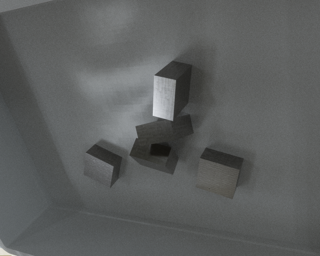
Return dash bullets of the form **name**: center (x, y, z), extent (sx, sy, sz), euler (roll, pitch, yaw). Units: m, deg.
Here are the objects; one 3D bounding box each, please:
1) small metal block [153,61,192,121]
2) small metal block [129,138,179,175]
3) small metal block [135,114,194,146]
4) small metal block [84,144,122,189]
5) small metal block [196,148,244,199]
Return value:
- **small metal block**: center (0.015, -0.044, 0.357), extent (0.025, 0.050, 0.050), euler (16, 125, 19)
- **small metal block**: center (-0.007, 0.039, 0.418), extent (0.050, 0.025, 0.050), euler (15, 163, 19)
- **small metal block**: center (0.007, 0.002, 0.386), extent (0.050, 0.050, 0.025), euler (-11, 93, 32)
- **small metal block**: center (-0.092, 0.061, 0.493), extent (0.050, 0.025, 0.050), euler (24, 127, 13)
- **small metal block**: center (0.077, 0.059, 0.404), extent (0.050, 0.025, 0.050), euler (16, 125, 19)
